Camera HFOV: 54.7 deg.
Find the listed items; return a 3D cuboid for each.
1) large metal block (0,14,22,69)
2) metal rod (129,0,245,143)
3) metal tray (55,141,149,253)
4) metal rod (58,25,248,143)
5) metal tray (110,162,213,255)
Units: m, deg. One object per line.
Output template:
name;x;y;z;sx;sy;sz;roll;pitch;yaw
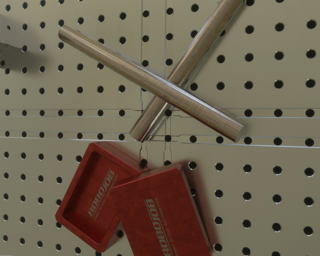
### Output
large metal block;-0.279;-0.145;0.479;0.050;0.080;0.080;-38;78;16
metal rod;0.053;-0.107;0.393;0.025;0.025;0.299;39;102;15
metal tray;-0.082;0.095;0.437;0.090;0.030;0.129;30;99;17
metal rod;-0.026;-0.068;0.398;0.300;0.025;0.025;33;101;25
metal tray;0.003;0.119;0.388;0.090;0.030;0.129;-19;94;9
